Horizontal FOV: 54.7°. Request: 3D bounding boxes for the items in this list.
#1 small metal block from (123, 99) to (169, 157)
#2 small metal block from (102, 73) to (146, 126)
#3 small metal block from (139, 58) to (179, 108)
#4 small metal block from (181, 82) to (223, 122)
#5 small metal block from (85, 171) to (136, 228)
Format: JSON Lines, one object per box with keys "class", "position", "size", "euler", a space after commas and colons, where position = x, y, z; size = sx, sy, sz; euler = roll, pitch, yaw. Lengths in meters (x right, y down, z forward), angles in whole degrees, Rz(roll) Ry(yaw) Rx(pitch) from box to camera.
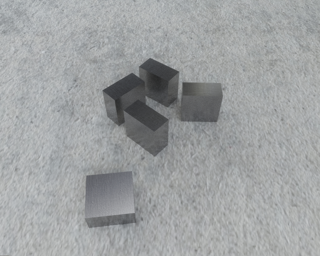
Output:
{"class": "small metal block", "position": [-0.017, 0.000, 0.387], "size": [0.050, 0.050, 0.025], "euler": [34, 58, 25]}
{"class": "small metal block", "position": [-0.047, -0.038, 0.419], "size": [0.050, 0.050, 0.025], "euler": [-37, 59, -27]}
{"class": "small metal block", "position": [-0.002, -0.064, 0.441], "size": [0.050, 0.050, 0.025], "euler": [30, 56, 22]}
{"class": "small metal block", "position": [0.054, -0.034, 0.416], "size": [0.050, 0.050, 0.025], "euler": [1, 50, 0]}
{"class": "small metal block", "position": [-0.053, 0.077, 0.338], "size": [0.050, 0.025, 0.050], "euler": [-5, 50, -5]}
